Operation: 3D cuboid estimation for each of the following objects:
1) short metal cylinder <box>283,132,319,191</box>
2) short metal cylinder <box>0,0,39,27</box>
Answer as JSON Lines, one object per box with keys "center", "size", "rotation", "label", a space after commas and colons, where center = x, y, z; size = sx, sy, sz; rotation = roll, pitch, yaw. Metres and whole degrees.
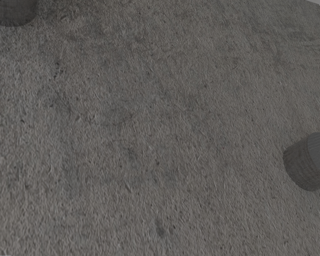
{"center": [0.243, 0.053, 0.486], "size": [0.081, 0.050, 0.080], "rotation": [14, 56, -21], "label": "short metal cylinder"}
{"center": [-0.195, -0.176, 0.390], "size": [0.081, 0.050, 0.080], "rotation": [14, 56, -21], "label": "short metal cylinder"}
